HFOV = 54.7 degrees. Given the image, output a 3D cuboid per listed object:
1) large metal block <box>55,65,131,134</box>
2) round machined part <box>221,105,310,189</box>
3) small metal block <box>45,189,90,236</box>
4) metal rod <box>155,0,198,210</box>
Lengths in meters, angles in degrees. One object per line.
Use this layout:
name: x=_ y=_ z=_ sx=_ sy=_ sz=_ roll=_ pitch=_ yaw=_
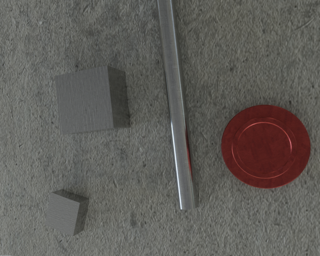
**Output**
large metal block: x=-0.092 y=-0.035 z=0.427 sx=0.080 sy=0.050 sz=0.080 roll=-7 pitch=88 yaw=19
round machined part: x=0.120 y=0.022 z=0.358 sx=0.098 sy=0.042 sz=0.097 roll=0 pitch=90 yaw=19
small metal block: x=-0.136 y=0.124 z=0.456 sx=0.050 sy=0.025 sz=0.050 roll=14 pitch=95 yaw=19
metal rod: x=0.020 y=-0.047 z=0.401 sx=0.025 sy=0.025 sz=0.298 roll=-7 pitch=88 yaw=19
